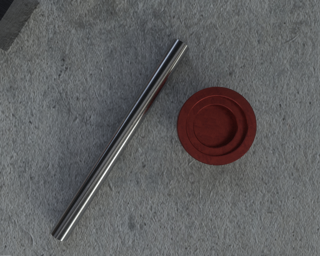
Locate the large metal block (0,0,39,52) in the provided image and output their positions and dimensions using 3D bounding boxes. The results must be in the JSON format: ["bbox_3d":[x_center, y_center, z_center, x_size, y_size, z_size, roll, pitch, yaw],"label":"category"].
[{"bbox_3d":[-0.219,-0.158,0.394,0.080,0.050,0.080,33,90,-1],"label":"large metal block"}]

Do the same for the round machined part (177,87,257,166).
[{"bbox_3d":[0.070,-0.002,0.402,0.099,0.042,0.097,0,90,-1],"label":"round machined part"}]

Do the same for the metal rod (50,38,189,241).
[{"bbox_3d":[-0.052,0.015,0.409,0.025,0.025,0.299,33,90,-1],"label":"metal rod"}]
